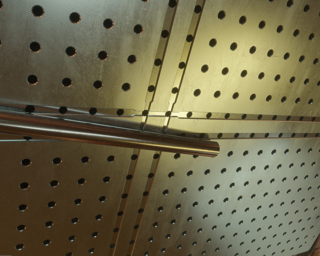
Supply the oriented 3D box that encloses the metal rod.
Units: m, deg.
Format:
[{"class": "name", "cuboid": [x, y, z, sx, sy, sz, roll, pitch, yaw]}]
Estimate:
[{"class": "metal rod", "cuboid": [-0.042, 0.013, 0.397, 0.302, 0.025, 0.025, 9, 114, -33]}]
